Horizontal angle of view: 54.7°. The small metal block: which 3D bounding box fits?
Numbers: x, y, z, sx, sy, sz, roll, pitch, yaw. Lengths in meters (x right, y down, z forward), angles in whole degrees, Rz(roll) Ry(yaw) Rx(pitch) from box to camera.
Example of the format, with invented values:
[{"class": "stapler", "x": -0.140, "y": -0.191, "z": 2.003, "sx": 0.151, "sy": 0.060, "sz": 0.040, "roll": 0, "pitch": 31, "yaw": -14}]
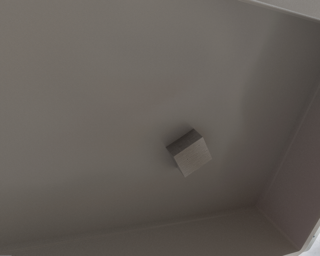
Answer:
[{"class": "small metal block", "x": 0.043, "y": 0.037, "z": 0.458, "sx": 0.050, "sy": 0.025, "sz": 0.050, "roll": -34, "pitch": 129, "yaw": -7}]
